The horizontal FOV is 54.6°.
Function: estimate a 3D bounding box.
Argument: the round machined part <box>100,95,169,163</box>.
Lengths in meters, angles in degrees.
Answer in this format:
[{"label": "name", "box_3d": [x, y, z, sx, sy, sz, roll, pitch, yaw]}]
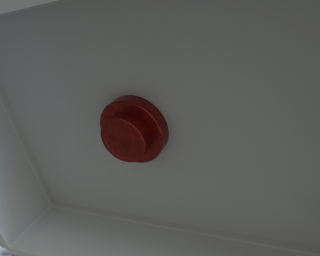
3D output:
[{"label": "round machined part", "box_3d": [-0.041, 0.008, 0.425, 0.098, 0.042, 0.097, 13, 124, 21]}]
